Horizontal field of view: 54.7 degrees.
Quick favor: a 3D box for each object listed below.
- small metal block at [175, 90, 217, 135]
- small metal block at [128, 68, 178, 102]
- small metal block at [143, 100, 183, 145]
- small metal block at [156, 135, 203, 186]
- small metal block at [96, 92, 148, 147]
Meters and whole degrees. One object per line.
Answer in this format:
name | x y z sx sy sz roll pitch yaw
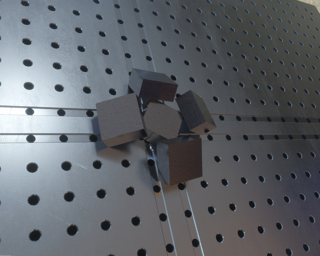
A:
small metal block | 0.051 -0.020 0.435 0.050 0.025 0.050 19 44 -62
small metal block | -0.010 -0.059 0.424 0.050 0.025 0.050 6 23 -25
small metal block | -0.001 -0.005 0.412 0.050 0.025 0.050 28 52 -11
small metal block | 0.025 0.039 0.383 0.050 0.025 0.050 -10 102 -33
small metal block | -0.046 -0.010 0.375 0.050 0.025 0.050 -16 65 2
